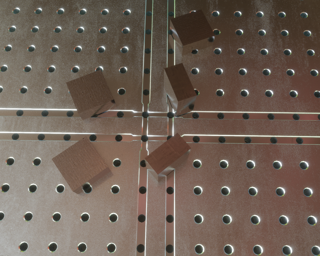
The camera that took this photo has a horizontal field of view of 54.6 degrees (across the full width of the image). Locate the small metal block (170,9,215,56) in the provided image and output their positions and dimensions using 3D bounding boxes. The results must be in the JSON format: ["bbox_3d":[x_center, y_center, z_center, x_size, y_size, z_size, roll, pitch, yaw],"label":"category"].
[{"bbox_3d":[0.048,-0.143,0.464,0.050,0.025,0.050,-20,71,-7],"label":"small metal block"}]

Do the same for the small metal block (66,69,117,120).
[{"bbox_3d":[-0.094,-0.046,0.428,0.050,0.025,0.050,-23,72,-8],"label":"small metal block"}]

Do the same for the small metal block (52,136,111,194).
[{"bbox_3d":[-0.099,0.047,0.394,0.050,0.025,0.050,-35,74,-12],"label":"small metal block"}]

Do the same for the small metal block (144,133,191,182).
[{"bbox_3d":[0.009,0.038,0.385,0.050,0.050,0.025,-37,74,-12],"label":"small metal block"}]

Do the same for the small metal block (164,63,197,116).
[{"bbox_3d":[0.026,-0.050,0.417,0.025,0.050,0.050,-19,71,-7],"label":"small metal block"}]
